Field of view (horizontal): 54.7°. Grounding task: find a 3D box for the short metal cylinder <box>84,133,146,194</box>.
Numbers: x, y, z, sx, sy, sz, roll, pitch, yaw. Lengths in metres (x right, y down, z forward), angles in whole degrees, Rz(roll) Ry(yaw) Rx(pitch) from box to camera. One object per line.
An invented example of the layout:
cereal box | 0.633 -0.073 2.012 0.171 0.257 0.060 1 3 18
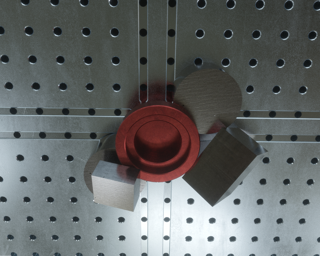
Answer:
short metal cylinder | -0.057 0.053 0.419 0.081 0.050 0.079 0 110 0

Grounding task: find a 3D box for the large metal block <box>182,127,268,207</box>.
large metal block | 0.085 0.046 0.395 0.050 0.080 0.080 43 108 21

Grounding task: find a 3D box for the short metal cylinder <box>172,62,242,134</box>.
short metal cylinder | 0.056 -0.038 0.386 0.081 0.050 0.079 0 110 0

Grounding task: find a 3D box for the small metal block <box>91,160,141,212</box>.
small metal block | -0.052 0.070 0.372 0.050 0.025 0.050 12 130 8

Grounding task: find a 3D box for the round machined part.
round machined part | -0.002 0.013 0.378 0.099 0.042 0.097 0 110 0
